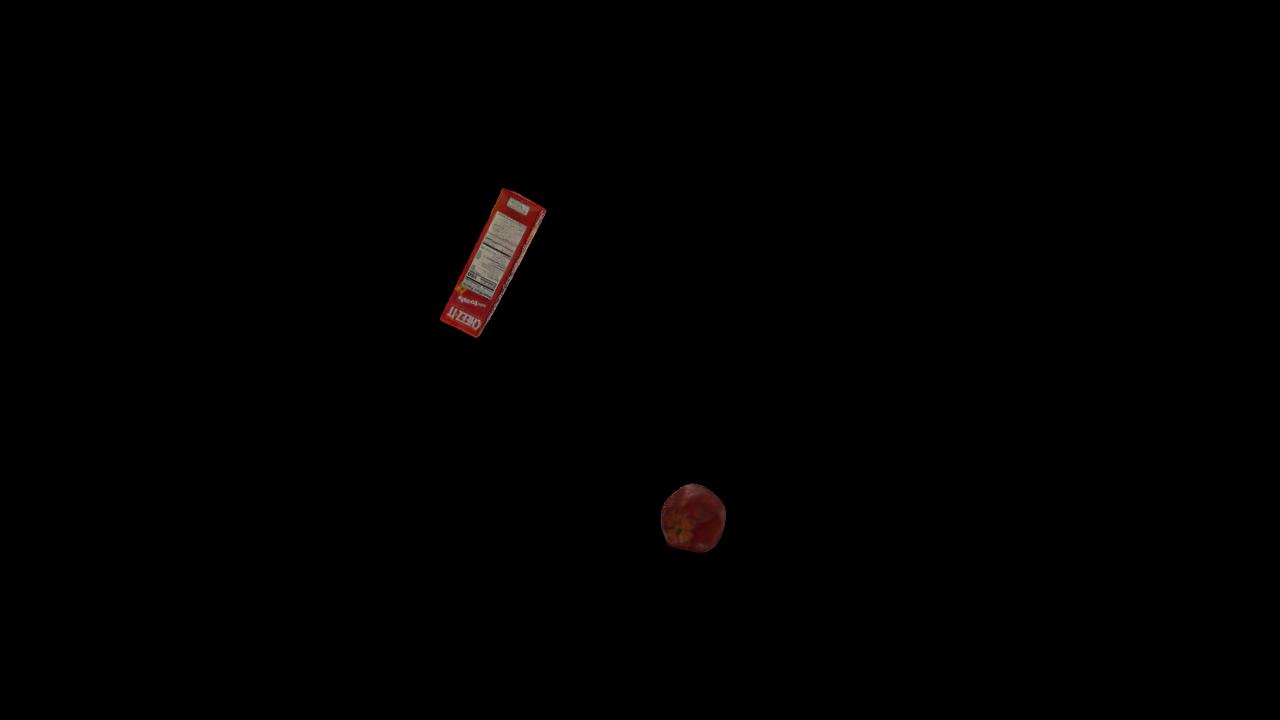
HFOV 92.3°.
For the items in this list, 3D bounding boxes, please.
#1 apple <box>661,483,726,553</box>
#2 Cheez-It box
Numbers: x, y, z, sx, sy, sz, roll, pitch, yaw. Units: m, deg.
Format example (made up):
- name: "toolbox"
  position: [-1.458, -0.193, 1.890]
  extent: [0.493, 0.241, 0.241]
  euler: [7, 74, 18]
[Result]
- name: "apple"
  position: [0.062, 0.188, 0.725]
  extent: [0.079, 0.079, 0.093]
  euler: [0, 1, 21]
- name: "Cheez-It box"
  position: [-0.231, -0.159, 0.985]
  extent: [0.071, 0.223, 0.166]
  euler: [28, 9, -11]
